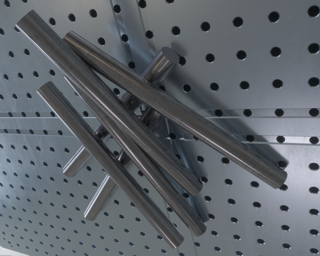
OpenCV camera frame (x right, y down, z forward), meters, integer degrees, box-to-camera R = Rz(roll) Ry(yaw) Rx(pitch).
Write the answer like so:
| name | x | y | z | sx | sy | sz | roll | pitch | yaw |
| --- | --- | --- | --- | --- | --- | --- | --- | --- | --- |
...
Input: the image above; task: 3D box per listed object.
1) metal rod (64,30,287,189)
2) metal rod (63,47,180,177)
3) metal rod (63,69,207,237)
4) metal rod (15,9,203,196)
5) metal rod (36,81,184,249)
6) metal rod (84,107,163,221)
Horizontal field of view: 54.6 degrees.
| name | x | y | z | sx | sy | sz | roll | pitch | yaw |
| --- | --- | --- | --- | --- | --- | --- | --- | --- | --- |
| metal rod | 0.019 | -0.019 | 0.364 | 0.301 | 0.025 | 0.025 | 33 | 129 | -4 |
| metal rod | -0.073 | -0.004 | 0.447 | 0.025 | 0.025 | 0.299 | 45 | 129 | -3 |
| metal rod | -0.022 | 0.044 | 0.422 | 0.025 | 0.025 | 0.300 | -20 | 117 | 36 |
| metal rod | -0.044 | -0.013 | 0.377 | 0.025 | 0.025 | 0.300 | -24 | 121 | 36 |
| metal rod | -0.066 | 0.058 | 0.448 | 0.025 | 0.025 | 0.300 | -32 | 101 | 38 |
| metal rod | -0.065 | 0.066 | 0.487 | 0.025 | 0.025 | 0.298 | 37 | 129 | 3 |
